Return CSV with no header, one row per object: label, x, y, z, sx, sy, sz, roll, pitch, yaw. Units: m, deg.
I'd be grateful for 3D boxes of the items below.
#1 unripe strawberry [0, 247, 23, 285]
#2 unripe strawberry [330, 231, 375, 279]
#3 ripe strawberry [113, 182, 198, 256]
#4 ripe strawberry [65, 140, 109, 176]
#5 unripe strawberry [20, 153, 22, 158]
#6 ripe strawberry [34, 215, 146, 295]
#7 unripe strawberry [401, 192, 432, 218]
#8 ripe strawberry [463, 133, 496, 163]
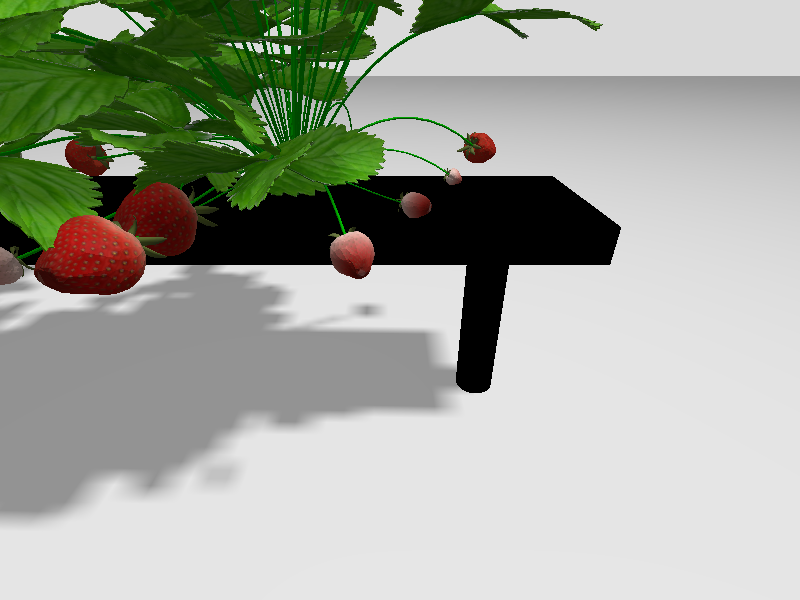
unripe strawberry,-0.208,-0.017,0.203,0.024,0.021,0.022,20,37,30
unripe strawberry,-0.024,-0.022,0.212,0.024,0.026,0.025,-12,-41,-20
ripe strawberry,-0.143,-0.044,0.231,0.042,0.044,0.046,12,33,19
ripe strawberry,-0.322,-0.145,0.408,0.038,0.037,0.035,9,32,16
unripe strawberry,-0.445,-0.167,0.459,0.016,0.018,0.018,20,23,30
ripe strawberry,-0.149,-0.020,0.192,0.043,0.037,0.043,10,33,16
unripe strawberry,0.013,-0.069,0.293,0.022,0.019,0.022,18,35,26
ripe strawberry,0.090,-0.169,0.448,0.033,0.033,0.036,1,25,-38
